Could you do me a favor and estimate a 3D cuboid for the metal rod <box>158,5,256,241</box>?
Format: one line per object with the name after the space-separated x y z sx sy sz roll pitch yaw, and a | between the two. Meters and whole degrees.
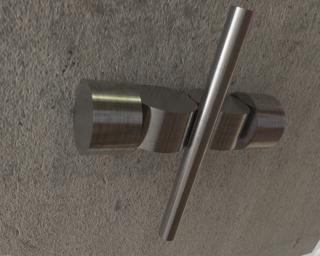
0.045 0.014 0.362 0.025 0.025 0.298 1 118 -29 | metal rod

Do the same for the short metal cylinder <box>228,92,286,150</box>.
0.126 -0.010 0.436 0.050 0.080 0.079 1 118 -29 | short metal cylinder

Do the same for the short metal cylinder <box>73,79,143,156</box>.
-0.059 -0.011 0.334 0.050 0.080 0.079 1 118 -29 | short metal cylinder

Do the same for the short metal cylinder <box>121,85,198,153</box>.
-0.001 -0.013 0.364 0.081 0.080 0.050 1 118 -29 | short metal cylinder

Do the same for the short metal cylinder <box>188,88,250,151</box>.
0.069 -0.013 0.402 0.081 0.080 0.050 1 118 -29 | short metal cylinder
